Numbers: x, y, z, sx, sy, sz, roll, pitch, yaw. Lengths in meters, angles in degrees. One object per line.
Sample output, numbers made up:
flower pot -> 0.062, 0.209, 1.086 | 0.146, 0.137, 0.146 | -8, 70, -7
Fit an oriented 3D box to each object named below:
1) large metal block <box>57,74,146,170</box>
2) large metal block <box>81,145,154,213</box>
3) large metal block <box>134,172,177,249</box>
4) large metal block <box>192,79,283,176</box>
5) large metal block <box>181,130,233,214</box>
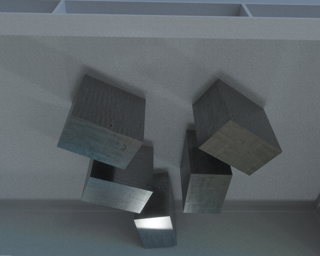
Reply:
large metal block -> -0.065, -0.008, 0.365 | 0.080, 0.080, 0.050 | 22, 127, -18
large metal block -> -0.056, 0.061, 0.424 | 0.081, 0.080, 0.050 | 17, 128, -14
large metal block -> -0.005, 0.128, 0.482 | 0.050, 0.080, 0.080 | -7, 130, 6
large metal block -> 0.089, -0.001, 0.373 | 0.080, 0.080, 0.050 | 29, 124, -23
large metal block -> 0.059, 0.060, 0.425 | 0.050, 0.080, 0.079 | 3, 130, -3
